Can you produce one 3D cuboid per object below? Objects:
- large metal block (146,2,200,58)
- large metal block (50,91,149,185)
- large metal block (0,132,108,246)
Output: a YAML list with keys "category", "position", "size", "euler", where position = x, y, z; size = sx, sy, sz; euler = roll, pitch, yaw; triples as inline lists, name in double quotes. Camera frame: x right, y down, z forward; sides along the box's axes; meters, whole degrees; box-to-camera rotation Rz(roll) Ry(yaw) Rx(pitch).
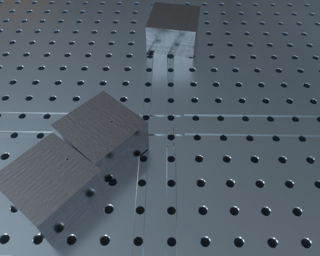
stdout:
- category: "large metal block"
  position: [0.024, -0.170, 0.535]
  size: [0.080, 0.050, 0.080]
  euler: [8, 50, 6]
- category: "large metal block"
  position: [-0.071, 0.011, 0.382]
  size: [0.080, 0.050, 0.080]
  euler: [36, 58, 26]
- category: "large metal block"
  position: [-0.118, 0.064, 0.338]
  size: [0.080, 0.050, 0.080]
  euler: [32, 57, 24]
